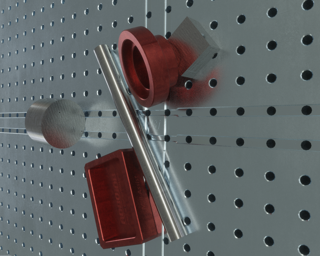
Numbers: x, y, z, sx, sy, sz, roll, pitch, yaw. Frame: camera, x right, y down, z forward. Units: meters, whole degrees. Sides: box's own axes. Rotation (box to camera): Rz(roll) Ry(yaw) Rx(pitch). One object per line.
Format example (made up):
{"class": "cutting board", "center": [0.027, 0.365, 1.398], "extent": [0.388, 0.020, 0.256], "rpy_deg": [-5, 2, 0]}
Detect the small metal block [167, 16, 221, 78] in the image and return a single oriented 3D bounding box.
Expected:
{"class": "small metal block", "center": [0.037, -0.097, 0.378], "extent": [0.050, 0.025, 0.050], "rpy_deg": [-45, 63, 30]}

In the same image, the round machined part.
{"class": "round machined part", "center": [-0.012, -0.078, 0.387], "extent": [0.098, 0.042, 0.097], "rpy_deg": [50, 152, 39]}

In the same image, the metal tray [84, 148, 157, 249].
{"class": "metal tray", "center": [-0.061, 0.103, 0.453], "extent": [0.090, 0.030, 0.129], "rpy_deg": [-24, 75, 37]}

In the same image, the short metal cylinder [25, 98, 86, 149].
{"class": "short metal cylinder", "center": [-0.172, -0.009, 0.512], "extent": [0.050, 0.081, 0.079], "rpy_deg": [8, 95, 39]}

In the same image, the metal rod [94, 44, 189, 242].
{"class": "metal rod", "center": [-0.033, 0.008, 0.434], "extent": [0.025, 0.025, 0.299], "rpy_deg": [-37, 68, 34]}
